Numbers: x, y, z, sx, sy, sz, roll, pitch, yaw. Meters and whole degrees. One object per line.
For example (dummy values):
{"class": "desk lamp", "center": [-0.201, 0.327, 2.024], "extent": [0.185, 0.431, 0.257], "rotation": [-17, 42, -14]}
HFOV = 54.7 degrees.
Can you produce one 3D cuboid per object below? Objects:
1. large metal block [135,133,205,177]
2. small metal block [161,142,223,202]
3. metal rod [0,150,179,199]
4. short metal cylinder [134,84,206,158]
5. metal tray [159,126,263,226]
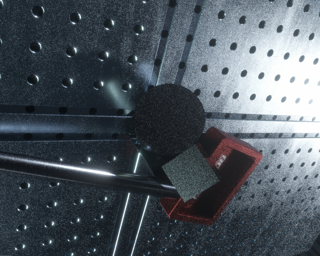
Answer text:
{"class": "large metal block", "center": [0.023, 0.043, 0.434], "extent": [0.080, 0.050, 0.080], "rotation": [-31, 129, -9]}
{"class": "small metal block", "center": [0.039, 0.053, 0.373], "extent": [0.050, 0.050, 0.025], "rotation": [-36, 172, 17]}
{"class": "metal rod", "center": [-0.116, 0.047, 0.340], "extent": [0.302, 0.025, 0.025], "rotation": [13, 112, -22]}
{"class": "short metal cylinder", "center": [0.010, -0.007, 0.370], "extent": [0.080, 0.080, 0.050], "rotation": [-31, 171, -9]}
{"class": "metal tray", "center": [0.070, 0.070, 0.423], "extent": [0.091, 0.030, 0.129], "rotation": [23, 106, -37]}
